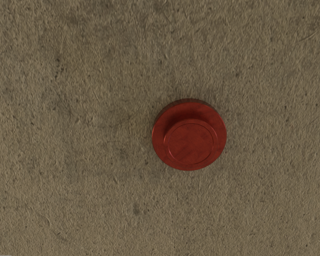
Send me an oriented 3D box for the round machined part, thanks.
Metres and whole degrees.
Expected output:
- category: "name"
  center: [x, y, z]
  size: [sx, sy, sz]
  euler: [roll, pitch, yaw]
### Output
- category: "round machined part"
  center: [0.039, 0.014, 0.406]
  size: [0.099, 0.042, 0.097]
  euler: [0, 110, 0]
